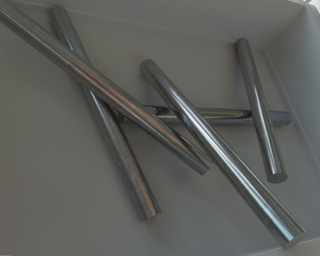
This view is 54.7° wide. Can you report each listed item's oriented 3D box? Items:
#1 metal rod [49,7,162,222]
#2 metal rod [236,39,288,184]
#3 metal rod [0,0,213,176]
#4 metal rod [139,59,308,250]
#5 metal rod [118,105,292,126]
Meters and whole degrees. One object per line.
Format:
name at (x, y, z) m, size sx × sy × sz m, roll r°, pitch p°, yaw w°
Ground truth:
metal rod at (-0.075, -0.029, 0.384) m, size 0.025 × 0.025 × 0.299 m, roll -16°, pitch 70°, yaw -35°
metal rod at (0.152, -0.048, 0.490) m, size 0.025 × 0.025 × 0.300 m, roll 19°, pitch 45°, yaw -18°
metal rod at (-0.060, -0.043, 0.366) m, size 0.301 × 0.025 × 0.025 m, roll 38°, pitch 51°, yaw -6°
metal rod at (0.047, 0.002, 0.357) m, size 0.025 × 0.025 × 0.300 m, roll -5°, pitch 41°, yaw -31°
metal rod at (0.084, -0.018, 0.463) m, size 0.303 × 0.025 × 0.025 m, roll 0°, pitch 62°, yaw -28°
